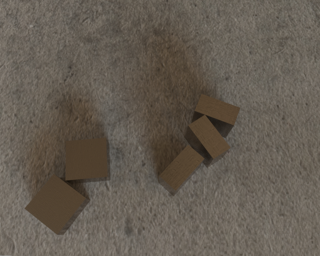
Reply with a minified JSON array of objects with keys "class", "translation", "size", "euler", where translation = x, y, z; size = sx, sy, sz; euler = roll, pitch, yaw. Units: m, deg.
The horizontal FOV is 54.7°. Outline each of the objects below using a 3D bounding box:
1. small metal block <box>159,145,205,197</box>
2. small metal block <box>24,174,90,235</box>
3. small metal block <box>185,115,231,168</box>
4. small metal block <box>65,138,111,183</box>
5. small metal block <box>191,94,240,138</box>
[{"class":"small metal block","translation":[0.025,0.053,0.376],"size":[0.025,0.050,0.050],"euler":[41,75,13]},{"class":"small metal block","translation":[-0.122,0.092,0.373],"size":[0.050,0.025,0.050],"euler":[34,73,11]},{"class":"small metal block","translation":[0.058,0.018,0.389],"size":[0.025,0.050,0.050],"euler":[-32,74,-11]},{"class":"small metal block","translation":[-0.091,0.042,0.392],"size":[0.050,0.025,0.050],"euler":[-5,70,-2]},{"class":"small metal block","translation":[0.070,-0.014,0.401],"size":[0.050,0.050,0.025],"euler":[21,71,7]}]
